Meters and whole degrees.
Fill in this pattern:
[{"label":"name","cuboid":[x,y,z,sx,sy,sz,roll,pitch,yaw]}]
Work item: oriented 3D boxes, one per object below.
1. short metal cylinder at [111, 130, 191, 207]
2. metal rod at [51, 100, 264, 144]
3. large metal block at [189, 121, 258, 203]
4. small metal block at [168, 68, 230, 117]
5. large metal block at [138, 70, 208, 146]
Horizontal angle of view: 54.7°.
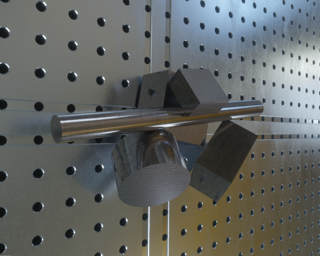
[{"label":"short metal cylinder","cuboid":[-0.011,0.046,0.352,0.080,0.080,0.050,25,32,-38]},{"label":"metal rod","cuboid":[0.027,-0.014,0.362,0.302,0.025,0.025,-7,95,-39]},{"label":"large metal block","cuboid":[0.085,0.046,0.432,0.080,0.050,0.080,-52,165,-27]},{"label":"small metal block","cuboid":[0.045,-0.042,0.362,0.050,0.025,0.050,-8,60,-40]},{"label":"large metal block","cuboid":[0.019,-0.022,0.404,0.081,0.050,0.080,14,81,-39]}]
